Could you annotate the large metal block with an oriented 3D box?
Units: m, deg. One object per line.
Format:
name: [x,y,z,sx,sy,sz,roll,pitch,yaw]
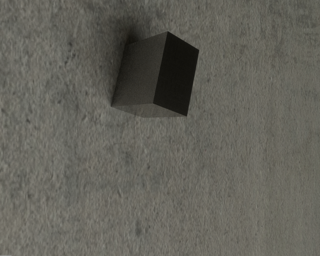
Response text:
large metal block: [-0.007,-0.058,0.365,0.050,0.080,0.080,19,78,-39]
